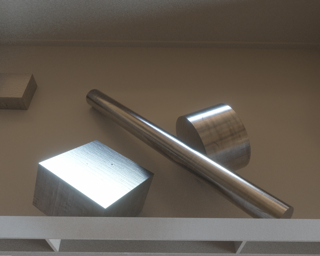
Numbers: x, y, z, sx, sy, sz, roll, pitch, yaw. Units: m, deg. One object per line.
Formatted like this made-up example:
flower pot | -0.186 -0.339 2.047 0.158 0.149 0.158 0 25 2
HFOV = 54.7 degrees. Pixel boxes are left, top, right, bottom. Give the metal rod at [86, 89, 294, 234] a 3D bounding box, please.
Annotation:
metal rod | 0.002 0.015 0.343 0.025 0.025 0.300 -34 43 -25

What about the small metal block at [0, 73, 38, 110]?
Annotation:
small metal block | -0.213 -0.053 0.447 0.050 0.025 0.050 1 50 1

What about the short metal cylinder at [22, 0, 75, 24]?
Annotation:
short metal cylinder | -0.206 -0.243 0.573 0.080 0.080 0.050 14 52 11

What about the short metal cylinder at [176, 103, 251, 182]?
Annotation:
short metal cylinder | 0.059 0.017 0.356 0.050 0.080 0.080 -19 53 -15

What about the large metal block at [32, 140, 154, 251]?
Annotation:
large metal block | -0.066 0.062 0.315 0.080 0.050 0.080 28 26 21
